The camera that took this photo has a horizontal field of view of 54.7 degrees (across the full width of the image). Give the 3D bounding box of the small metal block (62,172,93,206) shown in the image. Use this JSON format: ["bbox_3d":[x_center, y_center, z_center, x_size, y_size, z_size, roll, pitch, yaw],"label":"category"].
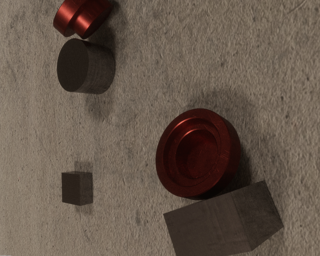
[{"bbox_3d":[-0.138,0.099,0.516,0.050,0.025,0.050,-2,88,39],"label":"small metal block"}]

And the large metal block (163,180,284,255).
[{"bbox_3d":[0.065,0.094,0.314,0.080,0.081,0.050,-29,72,36],"label":"large metal block"}]

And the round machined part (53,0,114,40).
[{"bbox_3d":[-0.107,-0.170,0.456,0.042,0.098,0.098,42,122,-11],"label":"round machined part"}]

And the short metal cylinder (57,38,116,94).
[{"bbox_3d":[-0.115,-0.094,0.481,0.080,0.050,0.079,0,90,39],"label":"short metal cylinder"}]

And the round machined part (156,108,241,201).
[{"bbox_3d":[0.045,0.031,0.343,0.098,0.042,0.098,-19,60,37],"label":"round machined part"}]
